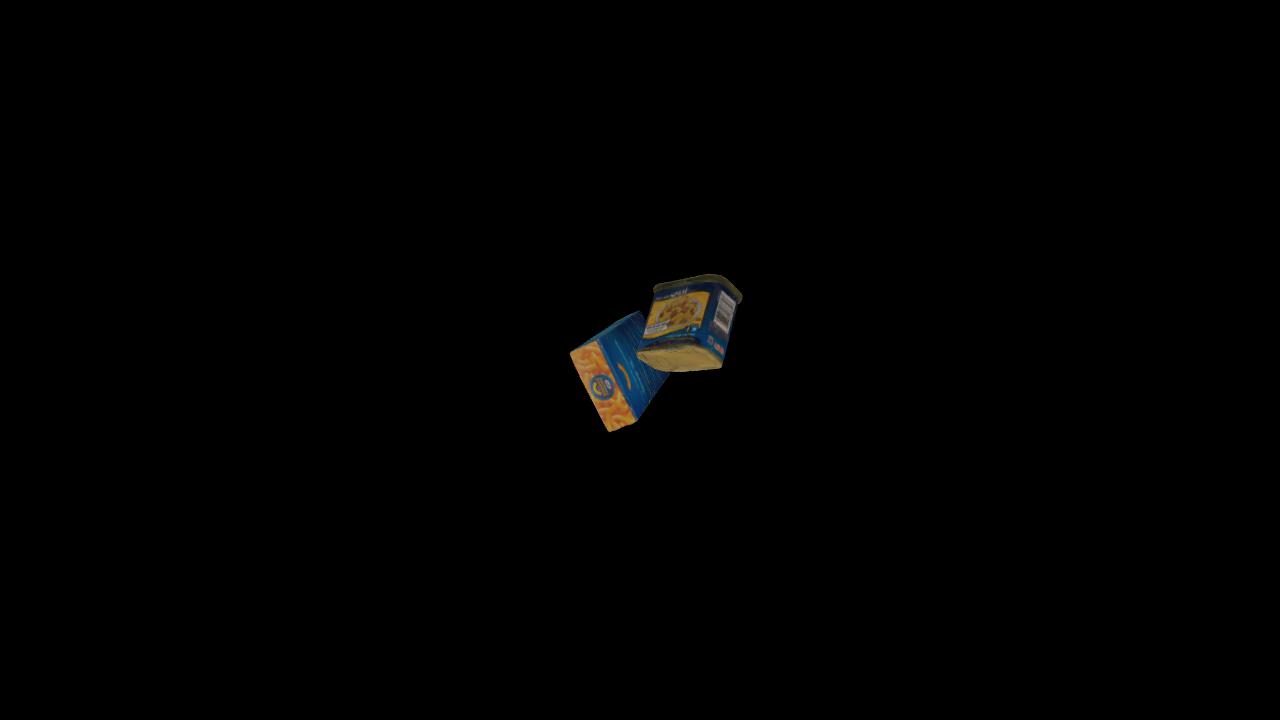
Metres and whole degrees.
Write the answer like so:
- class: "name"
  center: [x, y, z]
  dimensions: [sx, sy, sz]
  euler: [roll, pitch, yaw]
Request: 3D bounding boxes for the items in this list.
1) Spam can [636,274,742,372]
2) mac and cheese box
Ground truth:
- class: "Spam can"
  center: [0.051, -0.036, 0.658]
  dimensions: [0.101, 0.085, 0.058]
  euler: [-6, -31, 45]
- class: "mac and cheese box"
  center: [-0.016, 0.005, 0.689]
  dimensions: [0.041, 0.093, 0.184]
  euler: [-22, 7, 17]
